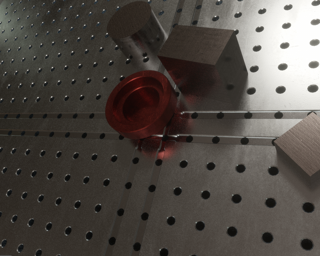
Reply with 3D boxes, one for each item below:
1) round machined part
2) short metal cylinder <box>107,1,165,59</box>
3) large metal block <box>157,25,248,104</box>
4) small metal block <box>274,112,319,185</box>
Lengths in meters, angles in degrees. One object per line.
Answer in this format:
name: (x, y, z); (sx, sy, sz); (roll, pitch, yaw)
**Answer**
round machined part: (-0.022, -0.028, 0.424); (0.098, 0.042, 0.098); (-13, 56, 20)
short metal cylinder: (-0.039, -0.160, 0.510); (0.080, 0.050, 0.080); (-13, 56, 20)
large metal block: (0.056, -0.080, 0.392); (0.080, 0.080, 0.050); (19, 72, 35)
small metal block: (0.155, 0.020, 0.315); (0.050, 0.025, 0.050); (-38, 51, 2)
